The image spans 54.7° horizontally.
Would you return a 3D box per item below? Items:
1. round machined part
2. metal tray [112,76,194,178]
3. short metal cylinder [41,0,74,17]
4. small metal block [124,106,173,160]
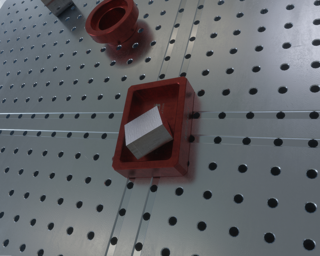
[{"bbox_3d":[-0.081,-0.188,0.555,0.098,0.042,0.098,-13,56,21],"label":"round machined part"},{"bbox_3d":[-0.007,-0.002,0.409,0.090,0.030,0.130,-6,59,25],"label":"metal tray"},{"bbox_3d":[-0.235,-0.291,0.675,0.050,0.080,0.080,-40,51,2],"label":"short metal cylinder"},{"bbox_3d":[-0.015,0.005,0.386,0.050,0.025,0.050,-31,29,8],"label":"small metal block"}]
